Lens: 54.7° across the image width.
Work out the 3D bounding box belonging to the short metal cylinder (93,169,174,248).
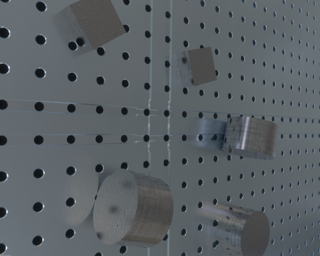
[{"bbox_3d":[-0.031,0.090,0.348,0.050,0.080,0.080,23,75,-38],"label":"short metal cylinder"}]

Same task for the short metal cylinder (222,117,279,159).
[{"bbox_3d":[0.144,0.017,0.494,0.080,0.080,0.050,21,77,-38],"label":"short metal cylinder"}]

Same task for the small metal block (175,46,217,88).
[{"bbox_3d":[0.054,-0.089,0.454,0.050,0.025,0.050,-21,103,-38],"label":"small metal block"}]

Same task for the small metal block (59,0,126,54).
[{"bbox_3d":[-0.074,-0.118,0.347,0.050,0.025,0.050,-41,115,-32],"label":"small metal block"}]

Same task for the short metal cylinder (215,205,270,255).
[{"bbox_3d":[0.135,0.171,0.507,0.081,0.050,0.079,0,90,-40],"label":"short metal cylinder"}]
